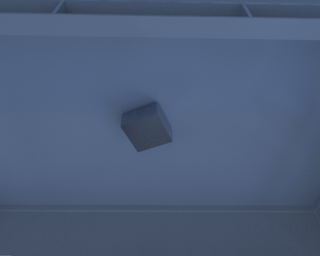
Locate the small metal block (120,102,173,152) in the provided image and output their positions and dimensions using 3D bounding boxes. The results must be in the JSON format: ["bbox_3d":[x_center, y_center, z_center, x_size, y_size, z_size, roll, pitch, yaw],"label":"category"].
[{"bbox_3d":[-0.016,0.000,0.404,0.050,0.025,0.050,-18,128,14],"label":"small metal block"}]
